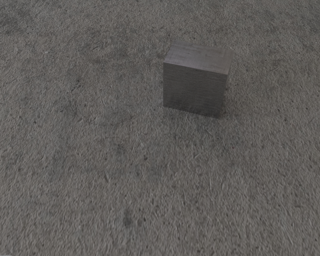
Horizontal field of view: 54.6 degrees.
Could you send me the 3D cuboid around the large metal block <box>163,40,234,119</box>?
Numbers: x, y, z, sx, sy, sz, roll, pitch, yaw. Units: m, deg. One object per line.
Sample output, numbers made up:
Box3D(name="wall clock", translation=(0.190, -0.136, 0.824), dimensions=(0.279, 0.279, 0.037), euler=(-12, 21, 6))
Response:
Box3D(name="large metal block", translation=(0.050, -0.065, 0.423), dimensions=(0.080, 0.080, 0.050), euler=(13, 52, 11))
